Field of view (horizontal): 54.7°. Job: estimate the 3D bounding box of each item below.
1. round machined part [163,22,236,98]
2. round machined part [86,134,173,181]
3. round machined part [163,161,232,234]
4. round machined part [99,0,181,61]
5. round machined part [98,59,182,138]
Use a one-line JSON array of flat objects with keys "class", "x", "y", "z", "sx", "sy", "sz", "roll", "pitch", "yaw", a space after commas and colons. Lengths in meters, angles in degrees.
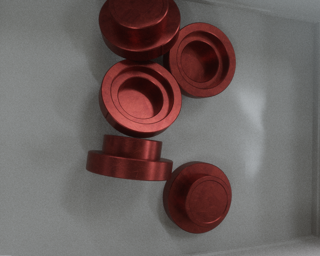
[{"class": "round machined part", "x": 0.050, "y": -0.089, "z": 0.421, "sx": 0.099, "sy": 0.042, "sz": 0.097, "roll": 0, "pitch": 90, "yaw": -21}, {"class": "round machined part", "x": -0.033, "y": 0.032, "z": 0.360, "sx": 0.099, "sy": 0.098, "sz": 0.042, "roll": 8, "pitch": 88, "yaw": -20}, {"class": "round machined part", "x": 0.057, "y": 0.096, "z": 0.424, "sx": 0.099, "sy": 0.042, "sz": 0.097, "roll": 0, "pitch": 90, "yaw": -21}, {"class": "round machined part", "x": -0.024, "y": -0.133, "z": 0.371, "sx": 0.099, "sy": 0.042, "sz": 0.098, "roll": 0, "pitch": 68, "yaw": 0}, {"class": "round machined part", "x": -0.026, "y": -0.033, "z": 0.382, "sx": 0.099, "sy": 0.042, "sz": 0.098, "roll": 7, "pitch": 68, "yaw": -17}]
